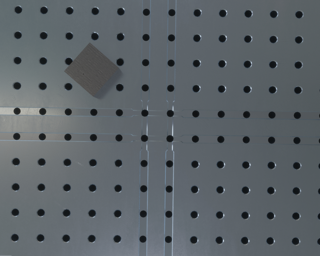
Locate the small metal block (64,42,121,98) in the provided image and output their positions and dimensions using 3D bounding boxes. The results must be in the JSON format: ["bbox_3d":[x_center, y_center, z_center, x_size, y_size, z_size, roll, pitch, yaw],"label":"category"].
[{"bbox_3d":[-0.088,-0.076,0.413,0.050,0.025,0.050,41,90,0],"label":"small metal block"}]
